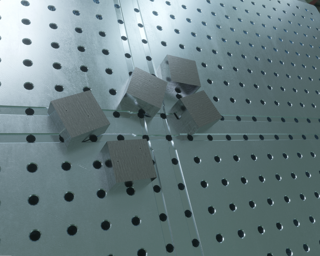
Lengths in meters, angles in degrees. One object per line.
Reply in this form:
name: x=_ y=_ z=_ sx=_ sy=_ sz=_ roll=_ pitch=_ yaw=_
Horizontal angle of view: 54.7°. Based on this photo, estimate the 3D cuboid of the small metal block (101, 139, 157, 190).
small metal block: x=-0.037 y=0.042 z=0.364 sx=0.050 sy=0.025 sz=0.050 roll=-3 pitch=63 yaw=-30

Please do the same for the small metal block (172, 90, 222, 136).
small metal block: x=0.054 y=-0.023 z=0.453 sx=0.050 sy=0.025 sz=0.050 roll=-22 pitch=74 yaw=-36

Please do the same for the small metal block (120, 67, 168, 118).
small metal block: x=-0.022 y=-0.049 z=0.428 sx=0.050 sy=0.025 sz=0.050 roll=24 pitch=53 yaw=-14

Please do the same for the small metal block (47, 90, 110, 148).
small metal block: x=-0.096 y=-0.012 z=0.365 sx=0.050 sy=0.025 sz=0.050 roll=-23 pitch=75 yaw=-37

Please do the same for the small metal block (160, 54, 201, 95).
small metal block: x=0.031 y=-0.081 z=0.476 sx=0.050 sy=0.025 sz=0.050 roll=7 pitch=59 yaw=-25
